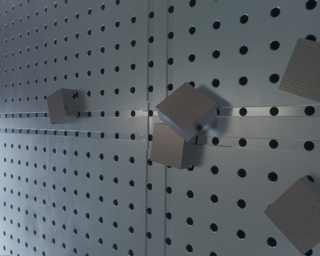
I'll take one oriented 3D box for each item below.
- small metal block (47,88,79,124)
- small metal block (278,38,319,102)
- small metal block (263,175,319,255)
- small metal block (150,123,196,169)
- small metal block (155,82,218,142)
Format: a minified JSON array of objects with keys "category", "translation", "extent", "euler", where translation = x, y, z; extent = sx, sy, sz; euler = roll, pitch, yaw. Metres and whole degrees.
[{"category":"small metal block","translation":[-0.175,-0.038,0.556],"extent":[0.050,0.025,0.050],"euler":[-20,77,38]},{"category":"small metal block","translation":[0.147,-0.051,0.288],"extent":[0.050,0.025,0.050],"euler":[28,107,36]},{"category":"small metal block","translation":[0.138,0.082,0.296],"extent":[0.050,0.025,0.050],"euler":[50,119,28]},{"category":"small metal block","translation":[0.017,0.022,0.397],"extent":[0.050,0.025,0.050],"euler":[11,97,39]},{"category":"small metal block","translation":[0.031,-0.020,0.367],"extent":[0.050,0.025,0.050],"euler":[-40,57,-13]}]
